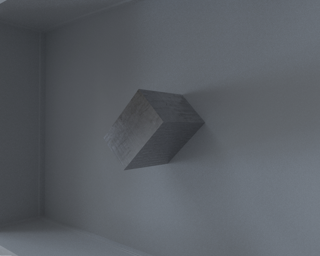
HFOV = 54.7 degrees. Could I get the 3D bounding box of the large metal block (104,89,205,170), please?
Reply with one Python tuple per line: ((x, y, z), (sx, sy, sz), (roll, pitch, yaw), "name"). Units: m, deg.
((-0.006, 0.003, 0.375), (0.080, 0.081, 0.050), (-51, 61, 28), "large metal block")
